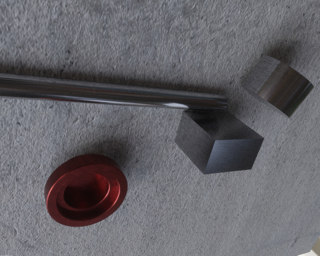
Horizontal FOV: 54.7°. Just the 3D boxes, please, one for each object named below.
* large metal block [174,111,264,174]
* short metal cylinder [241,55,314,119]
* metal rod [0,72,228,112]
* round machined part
[{"bbox_3d":[0.079,0.017,0.427,0.081,0.080,0.050,-1,119,-28],"label":"large metal block"},{"bbox_3d":[0.160,-0.056,0.426,0.080,0.080,0.050,26,104,-38],"label":"short metal cylinder"},{"bbox_3d":[-0.045,-0.038,0.359,0.303,0.025,0.025,2,118,-30],"label":"metal rod"},{"bbox_3d":[-0.094,0.073,0.391,0.099,0.042,0.097,-14,125,-21],"label":"round machined part"}]
